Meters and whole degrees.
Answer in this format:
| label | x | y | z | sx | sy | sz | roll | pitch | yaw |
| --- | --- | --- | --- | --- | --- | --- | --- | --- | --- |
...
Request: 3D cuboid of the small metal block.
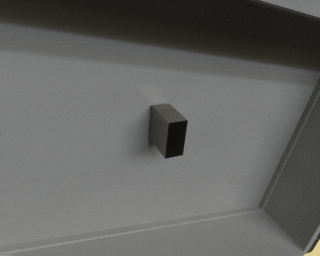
| label | x | y | z | sx | sy | sz | roll | pitch | yaw |
| --- | --- | --- | --- | --- | --- | --- | --- | --- | --- |
| small metal block | 0.009 | 0.003 | 0.394 | 0.025 | 0.050 | 0.050 | -9 | 122 | -24 |
